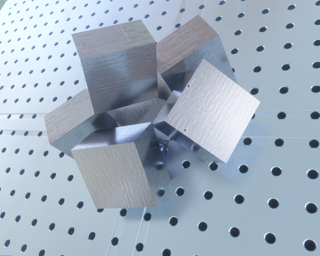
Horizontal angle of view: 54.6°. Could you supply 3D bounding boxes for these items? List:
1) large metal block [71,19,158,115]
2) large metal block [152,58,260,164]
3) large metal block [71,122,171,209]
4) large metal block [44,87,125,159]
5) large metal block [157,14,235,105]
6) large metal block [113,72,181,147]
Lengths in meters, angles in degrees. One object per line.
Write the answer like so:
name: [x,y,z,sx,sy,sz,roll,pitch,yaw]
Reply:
large metal block: [-0.050,-0.070,0.362,0.081,0.080,0.050,-17,51,-13]
large metal block: [0.050,-0.016,0.348,0.080,0.080,0.050,-58,12,-13]
large metal block: [-0.042,0.045,0.360,0.080,0.080,0.050,-8,22,24]
large metal block: [-0.095,0.000,0.423,0.080,0.080,0.050,-33,52,6]
large metal block: [0.041,-0.083,0.403,0.080,0.080,0.050,-34,52,6]
large metal block: [-0.014,-0.021,0.415,0.080,0.050,0.080,-34,51,6]
